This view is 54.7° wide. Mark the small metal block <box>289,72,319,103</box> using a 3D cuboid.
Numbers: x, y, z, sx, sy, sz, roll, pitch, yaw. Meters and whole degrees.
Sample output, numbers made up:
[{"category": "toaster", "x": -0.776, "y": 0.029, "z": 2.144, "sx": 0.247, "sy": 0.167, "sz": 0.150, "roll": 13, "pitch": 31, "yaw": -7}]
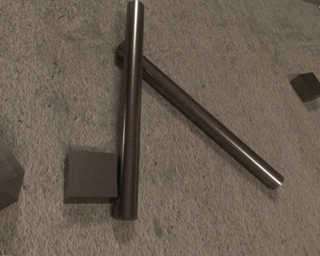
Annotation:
[{"category": "small metal block", "x": 0.295, "y": -0.081, "z": 0.616, "sx": 0.050, "sy": 0.025, "sz": 0.050, "roll": -14, "pitch": 69, "yaw": -34}]

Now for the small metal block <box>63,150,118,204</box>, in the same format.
[{"category": "small metal block", "x": -0.075, "y": 0.053, "z": 0.332, "sx": 0.050, "sy": 0.025, "sz": 0.050, "roll": 7, "pitch": 59, "yaw": -25}]

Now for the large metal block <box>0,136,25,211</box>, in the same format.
[{"category": "large metal block", "x": -0.164, "y": 0.050, "z": 0.250, "sx": 0.081, "sy": 0.080, "sz": 0.050, "roll": -32, "pitch": 80, "yaw": -38}]

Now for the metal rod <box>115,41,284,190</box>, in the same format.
[{"category": "metal rod", "x": 0.057, "y": -0.018, "z": 0.447, "sx": 0.300, "sy": 0.025, "sz": 0.025, "roll": 41, "pitch": 51, "yaw": -1}]

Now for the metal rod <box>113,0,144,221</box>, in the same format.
[{"category": "metal rod", "x": -0.036, "y": -0.040, "z": 0.389, "sx": 0.025, "sy": 0.025, "sz": 0.299, "roll": 11, "pitch": 63, "yaw": -23}]
